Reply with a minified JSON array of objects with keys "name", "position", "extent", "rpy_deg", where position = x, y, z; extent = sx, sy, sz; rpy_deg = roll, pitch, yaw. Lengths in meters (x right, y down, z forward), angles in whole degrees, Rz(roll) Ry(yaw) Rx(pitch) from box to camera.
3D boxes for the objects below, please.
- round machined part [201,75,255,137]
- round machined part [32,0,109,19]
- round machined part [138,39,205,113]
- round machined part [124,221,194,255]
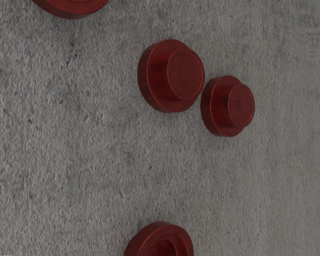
[{"name":"round machined part","position":[0.113,-0.034,0.488],"extent":[0.099,0.042,0.097],"rpy_deg":[0,90,-40]},{"name":"round machined part","position":[-0.098,-0.159,0.311],"extent":[0.099,0.042,0.097],"rpy_deg":[0,90,-40]},{"name":"round machined part","position":[0.022,-0.069,0.412],"extent":[0.099,0.042,0.097],"rpy_deg":[0,90,-40]},{"name":"round machined part","position":[-0.007,0.166,0.388],"extent":[0.099,0.042,0.097],"rpy_deg":[0,90,-40]}]
